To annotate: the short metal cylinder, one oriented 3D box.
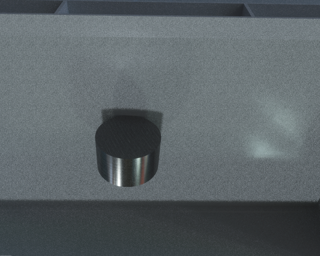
[{"bbox_3d":[-0.040,0.028,0.396,0.081,0.080,0.050,3,130,-3],"label":"short metal cylinder"}]
